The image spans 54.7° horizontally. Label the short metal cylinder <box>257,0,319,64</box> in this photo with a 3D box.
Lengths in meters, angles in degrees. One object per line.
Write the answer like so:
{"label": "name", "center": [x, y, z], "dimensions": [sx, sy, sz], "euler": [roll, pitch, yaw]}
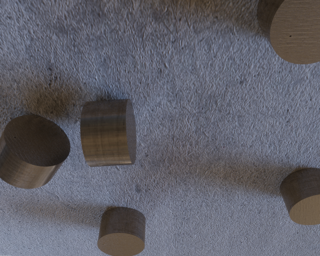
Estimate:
{"label": "short metal cylinder", "center": [0.141, -0.109, 0.299], "dimensions": [0.081, 0.050, 0.079], "euler": [0, 130, 0]}

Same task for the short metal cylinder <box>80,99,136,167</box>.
{"label": "short metal cylinder", "center": [-0.059, 0.006, 0.375], "dimensions": [0.050, 0.080, 0.080], "euler": [-4, 130, 3]}

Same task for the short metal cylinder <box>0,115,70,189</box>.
{"label": "short metal cylinder", "center": [-0.163, 0.030, 0.395], "dimensions": [0.080, 0.080, 0.050], "euler": [28, 125, -22]}

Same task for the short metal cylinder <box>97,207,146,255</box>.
{"label": "short metal cylinder", "center": [-0.066, 0.184, 0.547], "dimensions": [0.081, 0.050, 0.079], "euler": [0, 130, 0]}

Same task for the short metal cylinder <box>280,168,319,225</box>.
{"label": "short metal cylinder", "center": [0.236, 0.108, 0.485], "dimensions": [0.081, 0.050, 0.079], "euler": [0, 130, 0]}
